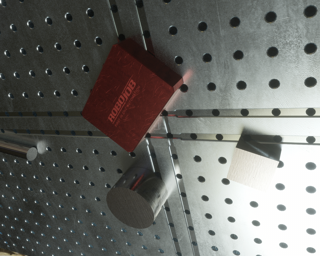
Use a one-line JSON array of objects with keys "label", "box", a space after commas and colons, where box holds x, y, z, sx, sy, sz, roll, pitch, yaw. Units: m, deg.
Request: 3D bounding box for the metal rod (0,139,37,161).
[{"label": "metal rod", "box": [-0.368, 0.021, 0.614, 0.301, 0.025, 0.025, 11, 123, 22]}]

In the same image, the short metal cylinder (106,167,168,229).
[{"label": "short metal cylinder", "box": [-0.035, 0.108, 0.478, 0.080, 0.050, 0.079, 13, 124, 20]}]

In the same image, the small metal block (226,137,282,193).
[{"label": "small metal block", "box": [0.114, 0.045, 0.378, 0.050, 0.025, 0.050, 18, 126, 17]}]

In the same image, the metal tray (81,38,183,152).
[{"label": "metal tray", "box": [-0.041, -0.038, 0.405, 0.090, 0.030, 0.129, 38, 129, 2]}]
